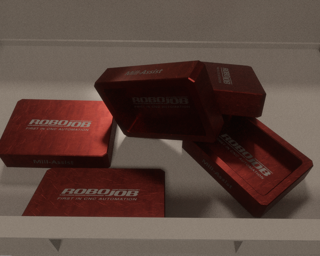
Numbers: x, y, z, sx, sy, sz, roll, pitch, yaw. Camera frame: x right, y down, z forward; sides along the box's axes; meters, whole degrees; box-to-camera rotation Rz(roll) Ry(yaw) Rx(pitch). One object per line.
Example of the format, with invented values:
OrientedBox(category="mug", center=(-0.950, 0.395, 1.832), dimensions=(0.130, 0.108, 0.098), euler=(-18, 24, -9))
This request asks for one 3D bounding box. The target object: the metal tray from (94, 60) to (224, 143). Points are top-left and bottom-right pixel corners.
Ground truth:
OrientedBox(category="metal tray", center=(-0.002, -0.028, 0.357), dimensions=(0.130, 0.090, 0.030), euler=(3, 46, 33))

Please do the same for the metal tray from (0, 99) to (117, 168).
OrientedBox(category="metal tray", center=(-0.125, 0.006, 0.395), dimensions=(0.131, 0.030, 0.090), euler=(2, 50, 1))

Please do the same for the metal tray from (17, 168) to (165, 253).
OrientedBox(category="metal tray", center=(-0.060, 0.079, 0.314), dimensions=(0.131, 0.030, 0.090), euler=(1, 28, 0))

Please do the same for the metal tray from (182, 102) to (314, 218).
OrientedBox(category="metal tray", center=(0.101, 0.031, 0.376), dimensions=(0.091, 0.030, 0.130), euler=(-31, 57, -24))

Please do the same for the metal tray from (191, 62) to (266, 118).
OrientedBox(category="metal tray", center=(0.084, -0.057, 0.418), dimensions=(0.091, 0.030, 0.130), euler=(6, 26, 5))
